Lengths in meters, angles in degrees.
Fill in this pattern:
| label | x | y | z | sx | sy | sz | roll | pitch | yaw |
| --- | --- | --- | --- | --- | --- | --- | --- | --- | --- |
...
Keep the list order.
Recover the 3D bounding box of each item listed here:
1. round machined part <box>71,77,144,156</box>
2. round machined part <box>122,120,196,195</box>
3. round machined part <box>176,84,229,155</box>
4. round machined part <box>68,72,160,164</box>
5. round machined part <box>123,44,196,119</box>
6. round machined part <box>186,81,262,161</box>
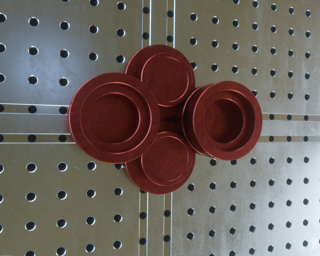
| label | x | y | z | sx | sy | sz | roll | pitch | yaw |
| --- | --- | --- | --- | --- | --- | --- | --- | --- | --- |
| round machined part | -0.061 | -0.011 | 0.380 | 0.099 | 0.042 | 0.097 | 0 | 90 | -20 |
| round machined part | 0.003 | 0.038 | 0.404 | 0.099 | 0.042 | 0.097 | 0 | 90 | -20 |
| round machined part | 0.067 | -0.010 | 0.427 | 0.099 | 0.042 | 0.097 | 0 | 90 | -20 |
| round machined part | -0.053 | -0.011 | 0.349 | 0.099 | 0.042 | 0.097 | 0 | 90 | -20 |
| round machined part | 0.003 | -0.060 | 0.404 | 0.099 | 0.042 | 0.097 | 0 | 90 | -20 |
| round machined part | 0.078 | -0.009 | 0.397 | 0.099 | 0.042 | 0.097 | 0 | 90 | -20 |
